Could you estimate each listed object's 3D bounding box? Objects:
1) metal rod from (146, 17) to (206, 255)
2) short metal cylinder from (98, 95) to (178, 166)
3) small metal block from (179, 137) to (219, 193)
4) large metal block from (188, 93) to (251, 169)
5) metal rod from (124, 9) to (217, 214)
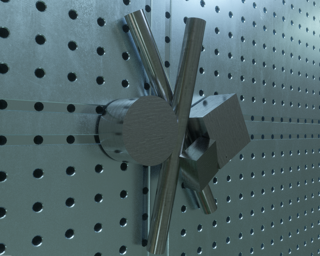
[{"bbox_3d":[0.020,0.011,0.396,0.025,0.025,0.298,8,93,-40],"label":"metal rod"},{"bbox_3d":[-0.025,0.003,0.368,0.081,0.050,0.079,0,90,-41],"label":"short metal cylinder"},{"bbox_3d":[0.053,0.047,0.408,0.050,0.025,0.050,-39,129,-42],"label":"small metal block"},{"bbox_3d":[0.081,0.003,0.455,0.081,0.050,0.080,-34,111,-35],"label":"large metal block"},{"bbox_3d":[0.021,-0.009,0.422,0.025,0.025,0.299,-35,112,-34],"label":"metal rod"}]
